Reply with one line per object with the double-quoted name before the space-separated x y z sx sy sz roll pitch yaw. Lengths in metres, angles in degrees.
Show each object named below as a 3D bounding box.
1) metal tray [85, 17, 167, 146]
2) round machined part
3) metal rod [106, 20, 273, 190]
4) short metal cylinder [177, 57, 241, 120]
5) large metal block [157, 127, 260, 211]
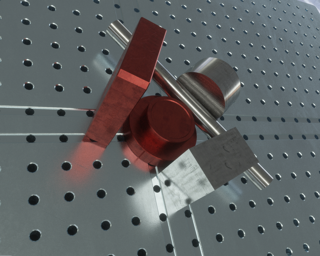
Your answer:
"metal tray" -0.041 -0.047 0.349 0.030 0.129 0.090 25 53 -14
"round machined part" 0.006 -0.002 0.403 0.099 0.042 0.098 14 56 -21
"metal rod" 0.038 -0.033 0.423 0.300 0.025 0.025 46 51 4
"short metal cylinder" 0.067 -0.054 0.442 0.080 0.080 0.050 45 51 2
"large metal block" 0.057 0.049 0.375 0.081 0.080 0.050 -21 73 -36
